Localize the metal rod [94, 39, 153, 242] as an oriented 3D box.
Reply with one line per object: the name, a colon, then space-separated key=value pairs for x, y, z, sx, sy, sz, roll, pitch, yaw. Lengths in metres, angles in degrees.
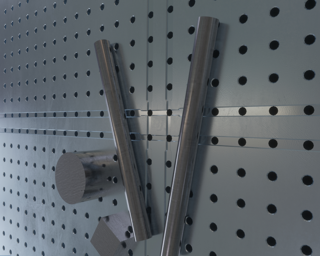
metal rod: x=-0.057 y=0.011 z=0.456 sx=0.025 sy=0.025 sz=0.299 roll=-22 pitch=76 yaw=38

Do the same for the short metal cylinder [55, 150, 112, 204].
short metal cylinder: x=-0.123 y=0.077 z=0.495 sx=0.080 sy=0.050 sz=0.080 roll=0 pitch=90 yaw=40

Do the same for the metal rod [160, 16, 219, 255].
metal rod: x=0.034 y=0.019 z=0.380 sx=0.025 sy=0.025 sz=0.298 roll=14 pitch=99 yaw=39

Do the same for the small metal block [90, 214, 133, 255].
small metal block: x=-0.075 y=0.169 z=0.471 sx=0.050 sy=0.025 sz=0.050 roll=39 pitch=114 yaw=33
